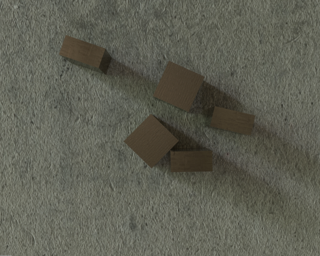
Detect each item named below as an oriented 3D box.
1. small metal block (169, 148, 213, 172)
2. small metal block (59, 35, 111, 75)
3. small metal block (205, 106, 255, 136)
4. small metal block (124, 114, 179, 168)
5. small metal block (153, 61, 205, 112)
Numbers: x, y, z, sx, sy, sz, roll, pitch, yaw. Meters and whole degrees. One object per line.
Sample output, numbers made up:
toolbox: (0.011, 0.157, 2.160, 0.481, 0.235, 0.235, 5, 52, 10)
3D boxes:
small metal block: (0.038, 0.040, 0.398, 0.050, 0.050, 0.025, -1, 90, 0)
small metal block: (-0.093, -0.092, 0.397, 0.050, 0.050, 0.025, 19, 90, 0)
small metal block: (0.088, -0.009, 0.398, 0.050, 0.050, 0.025, 13, 90, 0)
small metal block: (-0.011, 0.017, 0.410, 0.050, 0.025, 0.050, 44, 90, 0)
small metal block: (0.024, -0.054, 0.410, 0.050, 0.025, 0.050, 24, 90, 0)
